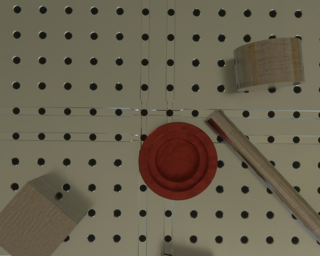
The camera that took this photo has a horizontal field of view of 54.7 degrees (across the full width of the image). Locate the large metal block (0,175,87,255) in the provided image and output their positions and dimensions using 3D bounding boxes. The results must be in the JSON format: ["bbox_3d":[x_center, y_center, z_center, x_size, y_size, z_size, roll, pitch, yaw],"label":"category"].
[{"bbox_3d":[-0.157,0.121,0.400,0.080,0.050,0.080,41,90,0],"label":"large metal block"}]

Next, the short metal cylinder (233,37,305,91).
[{"bbox_3d":[0.135,-0.076,0.387,0.081,0.080,0.050,-6,90,0],"label":"short metal cylinder"}]

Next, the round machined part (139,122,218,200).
[{"bbox_3d":[0.023,0.041,0.405,0.099,0.042,0.097,0,90,0],"label":"round machined part"}]

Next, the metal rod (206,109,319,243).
[{"bbox_3d":[0.173,0.092,0.414,0.025,0.025,0.300,-43,90,0],"label":"metal rod"}]

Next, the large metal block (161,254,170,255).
[{"bbox_3d":[0.032,0.220,0.401,0.080,0.050,0.080,12,90,0],"label":"large metal block"}]
